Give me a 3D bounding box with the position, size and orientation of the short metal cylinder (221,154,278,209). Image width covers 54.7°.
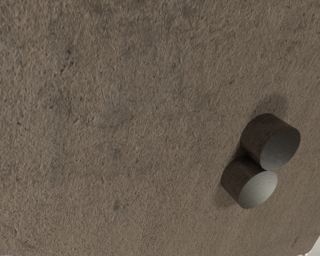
[{"bbox_3d":[0.153,0.092,0.534,0.081,0.050,0.079,-14,125,-21],"label":"short metal cylinder"}]

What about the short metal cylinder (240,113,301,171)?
[{"bbox_3d":[0.179,0.022,0.505,0.081,0.050,0.079,-14,125,-21],"label":"short metal cylinder"}]
